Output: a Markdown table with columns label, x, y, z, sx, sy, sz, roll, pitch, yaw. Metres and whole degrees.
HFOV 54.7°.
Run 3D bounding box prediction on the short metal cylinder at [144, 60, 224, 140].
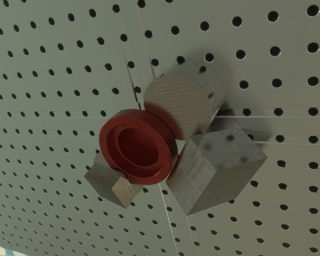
| label | x | y | z | sx | sy | sz | roll | pitch | yaw |
| --- | --- | --- | --- | --- | --- | --- | --- | --- | --- |
| short metal cylinder | 0.029 | -0.033 | 0.360 | 0.080 | 0.050 | 0.079 | 13 | 124 | 21 |

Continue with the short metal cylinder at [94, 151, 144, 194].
| label | x | y | z | sx | sy | sz | roll | pitch | yaw |
| --- | --- | --- | --- | --- | --- | --- | --- | --- | --- |
| short metal cylinder | -0.049 | 0.053 | 0.453 | 0.080 | 0.050 | 0.079 | 13 | 124 | 21 |

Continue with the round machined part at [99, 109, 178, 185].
| label | x | y | z | sx | sy | sz | roll | pitch | yaw |
| --- | --- | --- | --- | --- | --- | --- | --- | --- | --- |
| round machined part | -0.023 | 0.020 | 0.386 | 0.098 | 0.042 | 0.097 | 13 | 124 | 21 |

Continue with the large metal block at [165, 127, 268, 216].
| label | x | y | z | sx | sy | sz | roll | pitch | yaw |
| --- | --- | --- | --- | --- | --- | --- | --- | --- | --- |
| large metal block | 0.064 | 0.050 | 0.364 | 0.050 | 0.081 | 0.079 | 55 | 138 | 34 |

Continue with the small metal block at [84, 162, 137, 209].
| label | x | y | z | sx | sy | sz | roll | pitch | yaw |
| --- | --- | --- | --- | --- | --- | --- | --- | --- | --- |
| small metal block | -0.065 | 0.076 | 0.412 | 0.050 | 0.025 | 0.050 | 15 | 145 | 34 |
